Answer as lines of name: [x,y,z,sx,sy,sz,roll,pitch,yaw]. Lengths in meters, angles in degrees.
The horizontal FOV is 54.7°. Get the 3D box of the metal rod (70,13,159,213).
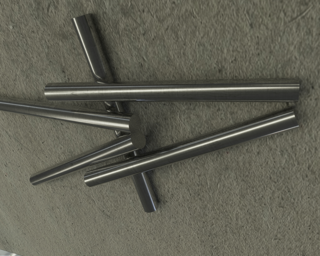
metal rod: [-0.055,-0.005,0.433,0.025,0.025,0.298,-3,117,29]

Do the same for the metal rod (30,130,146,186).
metal rod: [-0.132,0.056,0.492,0.299,0.025,0.025,-22,107,41]

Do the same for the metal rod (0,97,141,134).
metal rod: [-0.160,-0.025,0.457,0.300,0.025,0.025,9,122,30]

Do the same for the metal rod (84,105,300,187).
metal rod: [0.019,0.032,0.397,0.300,0.025,0.025,-20,108,28]

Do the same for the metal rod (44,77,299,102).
metal rod: [-0.003,-0.043,0.361,0.301,0.025,0.025,2,120,19]
